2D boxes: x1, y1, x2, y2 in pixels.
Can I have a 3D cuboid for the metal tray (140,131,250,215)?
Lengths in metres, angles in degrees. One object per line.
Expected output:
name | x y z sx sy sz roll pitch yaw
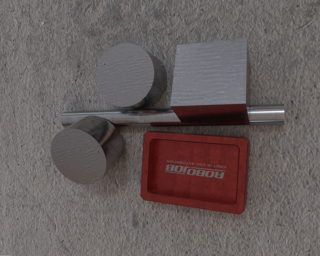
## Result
metal tray | 0.043 0.052 0.391 0.130 0.030 0.089 4 91 19

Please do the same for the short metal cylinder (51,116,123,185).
short metal cylinder | -0.097 0.029 0.418 0.080 0.050 0.079 7 113 16

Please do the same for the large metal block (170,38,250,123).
large metal block | 0.062 -0.053 0.362 0.080 0.050 0.080 -1 69 20

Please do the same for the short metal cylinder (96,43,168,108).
short metal cylinder | -0.036 -0.066 0.410 0.080 0.050 0.080 0 89 20

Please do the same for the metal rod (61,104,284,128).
metal rod | 0.003 -0.014 0.410 0.301 0.025 0.025 -1 90 19
